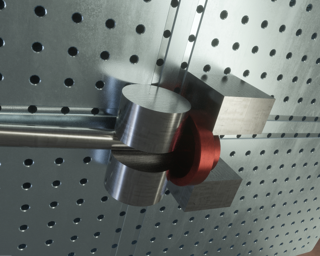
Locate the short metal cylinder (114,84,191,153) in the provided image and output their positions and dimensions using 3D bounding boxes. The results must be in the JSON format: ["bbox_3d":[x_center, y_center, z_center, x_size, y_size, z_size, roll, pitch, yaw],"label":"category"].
[{"bbox_3d":[-0.009,-0.013,0.362,0.081,0.080,0.050,1,119,-29],"label":"short metal cylinder"}]

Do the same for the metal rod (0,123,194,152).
[{"bbox_3d":[-0.097,0.011,0.350,0.302,0.025,0.025,4,117,-26],"label":"metal rod"}]

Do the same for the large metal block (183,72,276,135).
[{"bbox_3d":[0.085,-0.033,0.402,0.081,0.080,0.050,0,119,-28],"label":"large metal block"}]

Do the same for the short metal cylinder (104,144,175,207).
[{"bbox_3d":[-0.027,0.053,0.393,0.081,0.080,0.050,1,118,-29],"label":"short metal cylinder"}]

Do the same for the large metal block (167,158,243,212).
[{"bbox_3d":[0.057,0.073,0.452,0.081,0.080,0.050,3,117,-30],"label":"large metal block"}]

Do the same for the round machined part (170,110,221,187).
[{"bbox_3d":[0.041,0.025,0.401,0.042,0.098,0.097,1,118,-29],"label":"round machined part"}]
